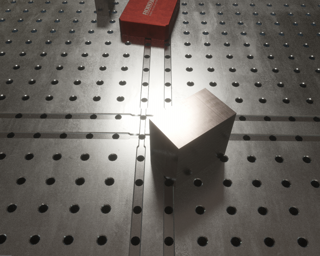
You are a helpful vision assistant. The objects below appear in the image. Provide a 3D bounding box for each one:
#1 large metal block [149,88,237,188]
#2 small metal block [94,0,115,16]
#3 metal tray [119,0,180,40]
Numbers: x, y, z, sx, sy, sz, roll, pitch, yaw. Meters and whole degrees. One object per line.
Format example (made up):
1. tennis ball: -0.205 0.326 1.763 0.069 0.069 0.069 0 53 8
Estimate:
1. large metal block: 0.035 0.012 0.362 0.081 0.080 0.050 -30 57 -23
2. small metal block: -0.108 -0.255 0.604 0.025 0.050 0.050 6 50 5
3. metal tray: -0.016 -0.222 0.591 0.090 0.030 0.130 10 51 7
